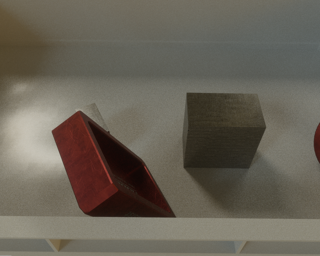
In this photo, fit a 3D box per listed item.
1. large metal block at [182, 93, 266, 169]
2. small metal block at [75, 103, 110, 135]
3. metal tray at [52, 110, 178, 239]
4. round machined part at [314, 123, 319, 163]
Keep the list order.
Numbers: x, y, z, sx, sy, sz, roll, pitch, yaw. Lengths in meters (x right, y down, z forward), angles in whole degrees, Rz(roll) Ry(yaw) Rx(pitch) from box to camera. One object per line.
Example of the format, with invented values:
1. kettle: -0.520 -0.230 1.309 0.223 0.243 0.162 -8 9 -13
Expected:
1. large metal block: 0.070 0.005 0.366 0.081 0.080 0.050 1 50 0
2. small metal block: -0.080 0.006 0.383 0.025 0.050 0.050 -21 53 -17
3. metal tray: -0.038 0.049 0.294 0.030 0.130 0.090 -37 54 4
4. round machined part: 0.237 0.019 0.358 0.042 0.097 0.098 9 38 -43
